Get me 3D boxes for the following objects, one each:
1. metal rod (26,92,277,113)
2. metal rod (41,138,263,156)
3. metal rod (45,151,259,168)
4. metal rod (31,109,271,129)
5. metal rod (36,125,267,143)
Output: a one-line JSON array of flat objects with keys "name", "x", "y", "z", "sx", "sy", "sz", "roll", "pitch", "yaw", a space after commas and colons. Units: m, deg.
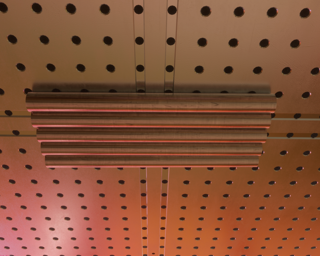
[{"name": "metal rod", "x": -0.010, "y": -0.031, "z": 0.385, "sx": 0.302, "sy": 0.025, "sz": 0.025, "roll": 0, "pitch": 130, "yaw": -1}, {"name": "metal rod", "x": -0.011, "y": 0.026, "z": 0.434, "sx": 0.302, "sy": 0.025, "sz": 0.025, "roll": 0, "pitch": 130, "yaw": -1}, {"name": "metal rod", "x": -0.011, "y": 0.045, "z": 0.449, "sx": 0.302, "sy": 0.025, "sz": 0.025, "roll": 0, "pitch": 130, "yaw": -1}, {"name": "metal rod", "x": -0.010, "y": -0.012, "z": 0.401, "sx": 0.302, "sy": 0.025, "sz": 0.025, "roll": 0, "pitch": 130, "yaw": -1}, {"name": "metal rod", "x": -0.010, "y": 0.007, "z": 0.418, "sx": 0.302, "sy": 0.025, "sz": 0.025, "roll": 0, "pitch": 130, "yaw": -1}]
